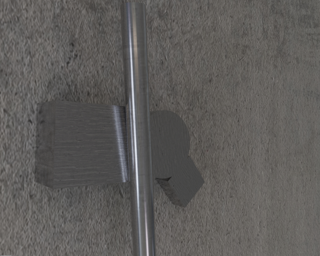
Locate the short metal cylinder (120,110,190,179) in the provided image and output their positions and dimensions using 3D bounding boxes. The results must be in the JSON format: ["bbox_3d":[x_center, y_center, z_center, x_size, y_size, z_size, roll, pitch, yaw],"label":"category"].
[{"bbox_3d":[-0.009,0.019,0.380,0.081,0.050,0.080,0,90,-40],"label":"short metal cylinder"}]

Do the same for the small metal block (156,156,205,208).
[{"bbox_3d":[0.029,0.073,0.429,0.050,0.025,0.050,-45,117,-30],"label":"small metal block"}]

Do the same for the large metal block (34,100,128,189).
[{"bbox_3d":[-0.079,0.016,0.322,0.081,0.050,0.080,2,89,-40],"label":"large metal block"}]

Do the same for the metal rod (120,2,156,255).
[{"bbox_3d":[-0.021,0.027,0.323,0.025,0.025,0.298,-8,99,-40],"label":"metal rod"}]
